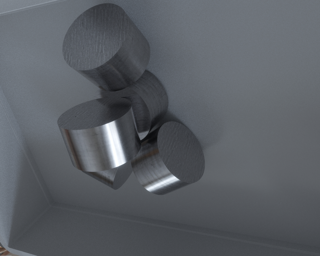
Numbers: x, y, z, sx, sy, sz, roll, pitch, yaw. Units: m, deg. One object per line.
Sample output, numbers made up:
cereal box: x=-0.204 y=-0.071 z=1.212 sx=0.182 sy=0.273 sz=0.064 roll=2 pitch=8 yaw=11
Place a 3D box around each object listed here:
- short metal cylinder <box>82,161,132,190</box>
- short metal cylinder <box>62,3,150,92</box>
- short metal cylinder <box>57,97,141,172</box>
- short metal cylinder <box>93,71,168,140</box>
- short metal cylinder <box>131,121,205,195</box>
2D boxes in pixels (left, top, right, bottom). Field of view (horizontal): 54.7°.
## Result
short metal cylinder: x=-0.064 y=0.038 z=0.428 sx=0.050 sy=0.080 sz=0.079 roll=26 pitch=128 yaw=12
short metal cylinder: x=-0.058 y=-0.087 z=0.340 sx=0.080 sy=0.080 sz=0.050 roll=4 pitch=163 yaw=26
short metal cylinder: x=-0.065 y=0.004 z=0.343 sx=0.080 sy=0.080 sz=0.050 roll=3 pitch=120 yaw=26
short metal cylinder: x=-0.036 y=-0.029 z=0.391 sx=0.080 sy=0.050 sz=0.079 roll=13 pitch=124 yaw=21
short metal cylinder: x=0.011 y=0.038 z=0.389 sx=0.050 sy=0.080 sz=0.080 roll=-32 pitch=101 yaw=39
